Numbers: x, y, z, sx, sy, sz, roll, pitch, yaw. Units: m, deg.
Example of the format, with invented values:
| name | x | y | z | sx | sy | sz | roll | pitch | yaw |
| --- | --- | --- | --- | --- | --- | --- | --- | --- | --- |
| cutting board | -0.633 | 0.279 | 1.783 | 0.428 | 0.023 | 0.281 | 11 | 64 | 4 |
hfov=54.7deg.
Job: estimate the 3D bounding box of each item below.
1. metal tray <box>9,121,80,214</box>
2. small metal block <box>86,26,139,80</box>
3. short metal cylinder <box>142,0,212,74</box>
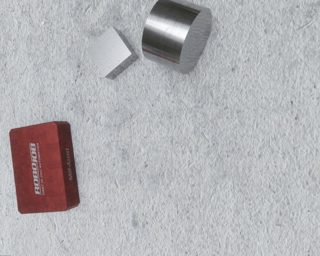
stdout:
| name | x | y | z | sx | sy | sz | roll | pitch | yaw |
| --- | --- | --- | --- | --- | --- | --- | --- | --- | --- |
| metal tray | -0.175 | 0.060 | 0.468 | 0.090 | 0.030 | 0.129 | -9 | 87 | 19 |
| small metal block | -0.066 | -0.104 | 0.432 | 0.050 | 0.025 | 0.050 | -37 | 78 | 16 |
| short metal cylinder | 0.021 | -0.111 | 0.372 | 0.050 | 0.080 | 0.080 | 26 | 99 | 18 |
